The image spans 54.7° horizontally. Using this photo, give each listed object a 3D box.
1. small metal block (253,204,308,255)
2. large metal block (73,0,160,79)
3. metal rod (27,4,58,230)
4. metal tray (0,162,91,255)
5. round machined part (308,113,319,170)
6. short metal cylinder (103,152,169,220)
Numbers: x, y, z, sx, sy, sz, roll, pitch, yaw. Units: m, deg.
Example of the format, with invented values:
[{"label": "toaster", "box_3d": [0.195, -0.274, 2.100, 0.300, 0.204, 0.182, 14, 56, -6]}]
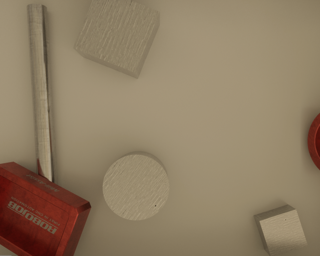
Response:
[{"label": "small metal block", "box_3d": [0.160, 0.137, 0.414, 0.050, 0.025, 0.050, -18, 90, -1]}, {"label": "large metal block", "box_3d": [-0.053, -0.119, 0.398, 0.080, 0.050, 0.080, 22, 90, -1]}, {"label": "metal rod", "box_3d": [-0.154, -0.010, 0.409, 0.025, 0.025, 0.298, -3, 90, -1]}, {"label": "metal tray", "box_3d": [-0.159, 0.108, 0.383, 0.130, 0.030, 0.089, 23, 98, 15]}, {"label": "round machined part", "box_3d": [0.241, 0.018, 0.385, 0.042, 0.098, 0.097, 1, 90, -29]}, {"label": "short metal cylinder", "box_3d": [-0.029, 0.072, 0.399, 0.081, 0.050, 0.079, 0, 90, -1]}]
